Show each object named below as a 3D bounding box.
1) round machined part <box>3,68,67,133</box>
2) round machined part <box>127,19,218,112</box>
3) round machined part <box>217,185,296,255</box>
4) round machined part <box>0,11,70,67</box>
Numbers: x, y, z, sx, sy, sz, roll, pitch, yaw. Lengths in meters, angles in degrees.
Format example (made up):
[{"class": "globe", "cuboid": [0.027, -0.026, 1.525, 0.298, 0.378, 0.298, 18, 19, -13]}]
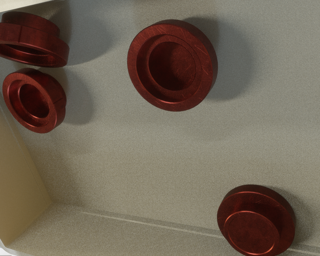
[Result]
[{"class": "round machined part", "cuboid": [-0.181, -0.044, 0.463, 0.098, 0.042, 0.097, 13, 124, 20]}, {"class": "round machined part", "cuboid": [0.017, -0.071, 0.344, 0.098, 0.042, 0.097, 13, 124, 20]}, {"class": "round machined part", "cuboid": [0.121, 0.127, 0.401, 0.098, 0.042, 0.097, 9, 112, 24]}, {"class": "round machined part", "cuboid": [-0.164, -0.112, 0.390, 0.098, 0.098, 0.042, 4, 84, 25]}]
